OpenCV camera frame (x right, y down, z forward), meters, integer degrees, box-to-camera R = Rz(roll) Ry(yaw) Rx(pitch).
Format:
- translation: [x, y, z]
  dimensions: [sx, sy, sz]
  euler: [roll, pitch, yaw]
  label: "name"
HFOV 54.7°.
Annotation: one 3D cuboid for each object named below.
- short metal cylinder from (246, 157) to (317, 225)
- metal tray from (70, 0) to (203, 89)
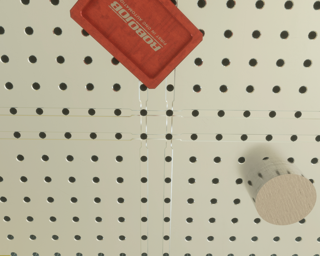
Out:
- translation: [0.167, 0.088, 0.434]
  dimensions: [0.081, 0.050, 0.079]
  euler: [0, 110, 0]
  label: "short metal cylinder"
- translation: [-0.026, -0.121, 0.365]
  dimensions: [0.130, 0.030, 0.090]
  euler: [42, 105, -14]
  label: "metal tray"
